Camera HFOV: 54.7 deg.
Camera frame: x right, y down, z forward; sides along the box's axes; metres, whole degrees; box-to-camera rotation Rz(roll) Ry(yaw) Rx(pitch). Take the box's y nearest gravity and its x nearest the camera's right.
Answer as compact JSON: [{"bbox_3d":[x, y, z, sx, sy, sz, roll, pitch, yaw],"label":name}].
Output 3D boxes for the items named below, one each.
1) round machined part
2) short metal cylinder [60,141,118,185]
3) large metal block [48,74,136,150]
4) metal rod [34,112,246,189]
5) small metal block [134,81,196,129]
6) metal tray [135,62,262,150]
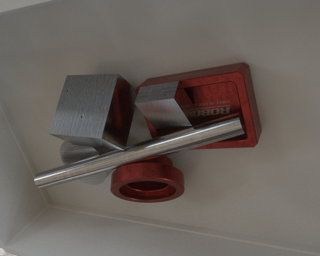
[{"bbox_3d":[-0.016,0.067,0.423,0.099,0.042,0.098,0,149,0],"label":"round machined part"},{"bbox_3d":[-0.100,0.038,0.464,0.080,0.050,0.079,13,124,20],"label":"short metal cylinder"},{"bbox_3d":[-0.081,-0.020,0.390,0.080,0.080,0.050,4,162,27],"label":"large metal block"},{"bbox_3d":[-0.042,0.036,0.396,0.300,0.025,0.025,-17,110,23],"label":"metal rod"},{"bbox_3d":[0.007,-0.025,0.358,0.050,0.025,0.050,-5,143,30],"label":"small metal block"},{"bbox_3d":[0.044,-0.020,0.366,0.130,0.030,0.090,-5,116,30],"label":"metal tray"}]
